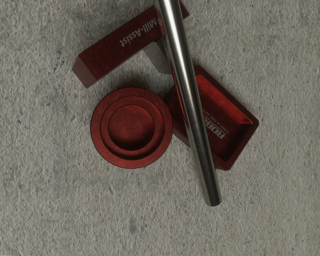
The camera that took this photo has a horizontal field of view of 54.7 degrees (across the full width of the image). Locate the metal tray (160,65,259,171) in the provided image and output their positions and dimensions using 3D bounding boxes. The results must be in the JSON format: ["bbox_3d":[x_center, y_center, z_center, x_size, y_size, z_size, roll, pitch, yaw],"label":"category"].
[{"bbox_3d":[0.067,-0.013,0.434,0.130,0.030,0.090,40,77,-16],"label":"metal tray"}]

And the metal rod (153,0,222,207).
[{"bbox_3d":[0.038,-0.021,0.369,0.025,0.025,0.298,-28,121,-18],"label":"metal rod"}]

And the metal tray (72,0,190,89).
[{"bbox_3d":[-0.037,-0.099,0.362,0.131,0.090,0.030,-39,103,-16],"label":"metal tray"}]

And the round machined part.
[{"bbox_3d":[-0.037,-0.001,0.385,0.099,0.042,0.097,-1,93,-14],"label":"round machined part"}]

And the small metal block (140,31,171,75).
[{"bbox_3d":[0.006,-0.096,0.395,0.025,0.050,0.050,-44,119,-12],"label":"small metal block"}]
